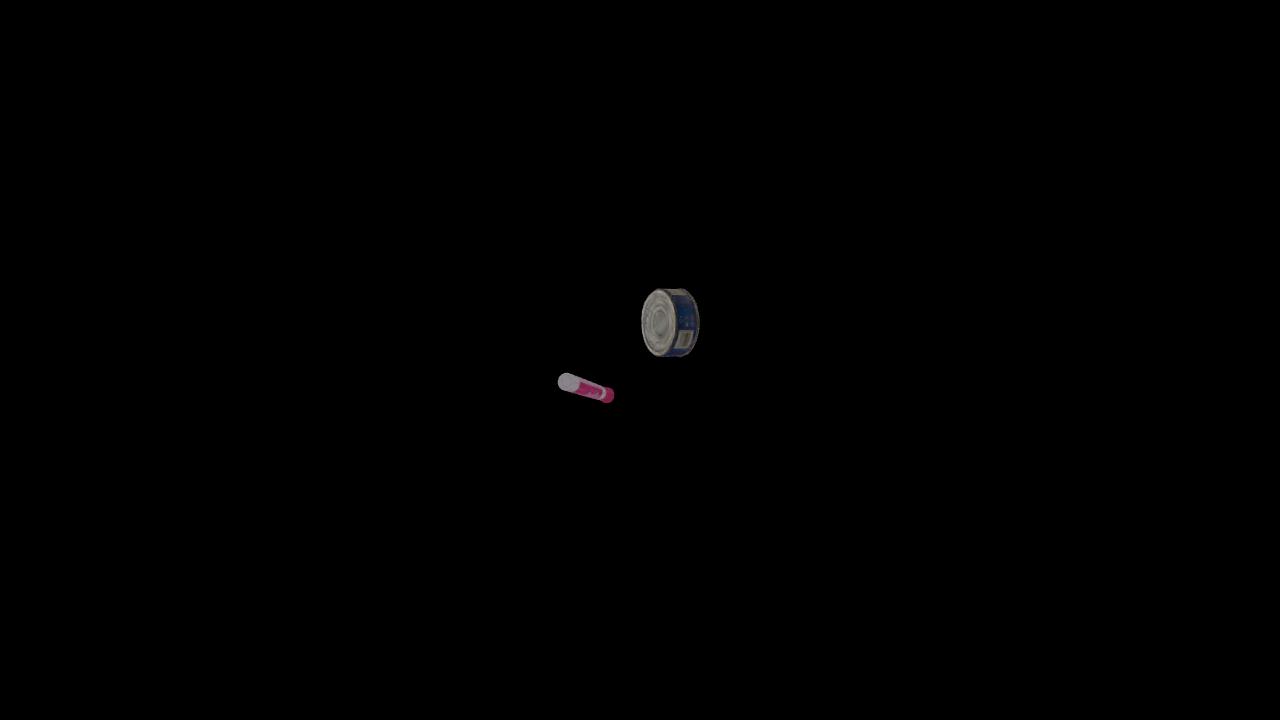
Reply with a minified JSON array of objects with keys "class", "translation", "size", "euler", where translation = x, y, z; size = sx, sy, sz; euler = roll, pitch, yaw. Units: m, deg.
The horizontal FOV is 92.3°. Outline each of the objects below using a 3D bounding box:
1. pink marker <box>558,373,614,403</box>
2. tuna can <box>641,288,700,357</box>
[{"class":"pink marker","translation":[-0.056,0.033,0.685],"size":[0.020,0.020,0.121],"euler":[0,-10,19]},{"class":"tuna can","translation":[0.035,-0.045,0.746],"size":[0.034,0.084,0.084],"euler":[-2,1,-30]}]
